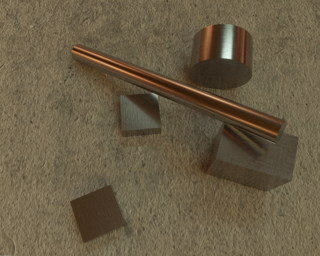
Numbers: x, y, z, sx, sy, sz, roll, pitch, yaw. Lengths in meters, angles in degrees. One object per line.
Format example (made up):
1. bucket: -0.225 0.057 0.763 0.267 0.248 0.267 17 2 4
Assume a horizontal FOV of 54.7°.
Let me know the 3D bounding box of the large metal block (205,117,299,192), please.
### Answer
1. large metal block: 0.104 0.034 0.368 0.080 0.080 0.050 16 71 5

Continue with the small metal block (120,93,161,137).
1. small metal block: -0.026 -0.018 0.414 0.050 0.025 0.050 -5 70 -2

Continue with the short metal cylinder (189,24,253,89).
1. short metal cylinder: 0.082 -0.092 0.414 0.080 0.080 0.050 7 70 2

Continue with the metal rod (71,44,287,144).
1. metal rod: 0.000 -0.052 0.375 0.300 0.025 0.025 26 71 29

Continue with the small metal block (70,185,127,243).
1. small metal block: -0.072 0.102 0.370 0.050 0.025 0.050 -22 72 -8
